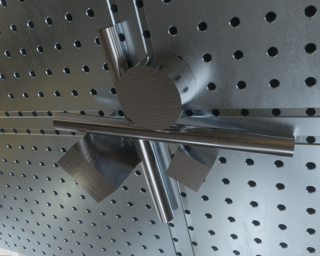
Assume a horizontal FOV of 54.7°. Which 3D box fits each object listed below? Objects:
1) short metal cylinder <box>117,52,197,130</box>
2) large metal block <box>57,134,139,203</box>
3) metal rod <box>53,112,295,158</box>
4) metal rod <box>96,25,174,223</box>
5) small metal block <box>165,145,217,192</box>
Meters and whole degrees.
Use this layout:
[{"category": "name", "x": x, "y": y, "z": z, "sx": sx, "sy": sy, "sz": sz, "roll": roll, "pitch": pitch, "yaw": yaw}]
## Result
[{"category": "short metal cylinder", "x": -0.003, "y": -0.044, "z": 0.368, "sx": 0.080, "sy": 0.050, "sz": 0.079, "roll": 13, "pitch": 124, "yaw": 20}, {"category": "large metal block", "x": -0.082, "y": 0.045, "z": 0.443, "sx": 0.080, "sy": 0.080, "sz": 0.050, "roll": 46, "pitch": 129, "yaw": -5}, {"category": "metal rod", "x": 0.005, "y": 0.006, "z": 0.387, "sx": 0.301, "sy": 0.025, "sz": 0.025, "roll": 6, "pitch": 121, "yaw": 16}, {"category": "metal rod", "x": -0.027, "y": 0.011, "z": 0.431, "sx": 0.025, "sy": 0.025, "sz": 0.298, "roll": -2, "pitch": 118, "yaw": 29}, {"category": "small metal block", "x": 0.041, "y": 0.052, "z": 0.421, "sx": 0.050, "sy": 0.025, "sz": 0.050, "roll": 29, "pitch": 128, "yaw": 9}]
